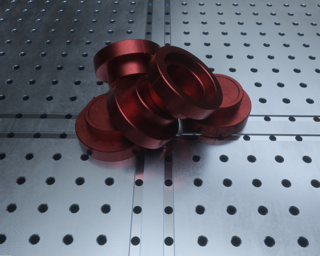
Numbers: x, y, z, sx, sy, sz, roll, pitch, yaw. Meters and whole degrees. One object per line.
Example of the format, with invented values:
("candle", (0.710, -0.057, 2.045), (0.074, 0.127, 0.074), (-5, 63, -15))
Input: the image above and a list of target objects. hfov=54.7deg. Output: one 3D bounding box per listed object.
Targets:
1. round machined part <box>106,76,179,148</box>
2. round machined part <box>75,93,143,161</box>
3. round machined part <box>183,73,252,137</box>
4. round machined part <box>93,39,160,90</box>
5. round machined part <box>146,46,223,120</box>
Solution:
("round machined part", (-0.013, -0.026, 0.388), (0.098, 0.042, 0.098), (28, 39, -25))
("round machined part", (-0.061, -0.009, 0.403), (0.099, 0.042, 0.098), (0, 50, 0))
("round machined part", (0.077, -0.038, 0.429), (0.099, 0.042, 0.098), (0, 50, 0))
("round machined part", (-0.041, -0.080, 0.433), (0.099, 0.098, 0.042), (-10, 77, -8))
("round machined part", (0.025, -0.050, 0.376), (0.099, 0.042, 0.098), (24, 43, -24))
